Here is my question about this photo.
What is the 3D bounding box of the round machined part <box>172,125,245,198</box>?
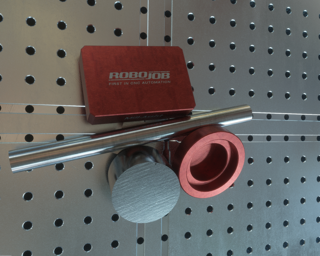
[{"bbox_3d":[0.061,0.041,0.415,0.099,0.042,0.097,-10,116,-20],"label":"round machined part"}]

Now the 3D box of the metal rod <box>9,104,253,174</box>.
[{"bbox_3d":[-0.018,0.008,0.379,0.303,0.025,0.025,-12,94,-20],"label":"metal rod"}]

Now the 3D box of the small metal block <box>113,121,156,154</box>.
[{"bbox_3d":[-0.033,0.015,0.410,0.050,0.025,0.050,19,84,-20],"label":"small metal block"}]

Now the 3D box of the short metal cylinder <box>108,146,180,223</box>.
[{"bbox_3d":[-0.021,0.068,0.380,0.081,0.050,0.079,-5,110,-13],"label":"short metal cylinder"}]

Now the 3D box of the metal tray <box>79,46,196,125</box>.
[{"bbox_3d":[-0.028,-0.056,0.385,0.131,0.030,0.090,-5,73,-21],"label":"metal tray"}]
